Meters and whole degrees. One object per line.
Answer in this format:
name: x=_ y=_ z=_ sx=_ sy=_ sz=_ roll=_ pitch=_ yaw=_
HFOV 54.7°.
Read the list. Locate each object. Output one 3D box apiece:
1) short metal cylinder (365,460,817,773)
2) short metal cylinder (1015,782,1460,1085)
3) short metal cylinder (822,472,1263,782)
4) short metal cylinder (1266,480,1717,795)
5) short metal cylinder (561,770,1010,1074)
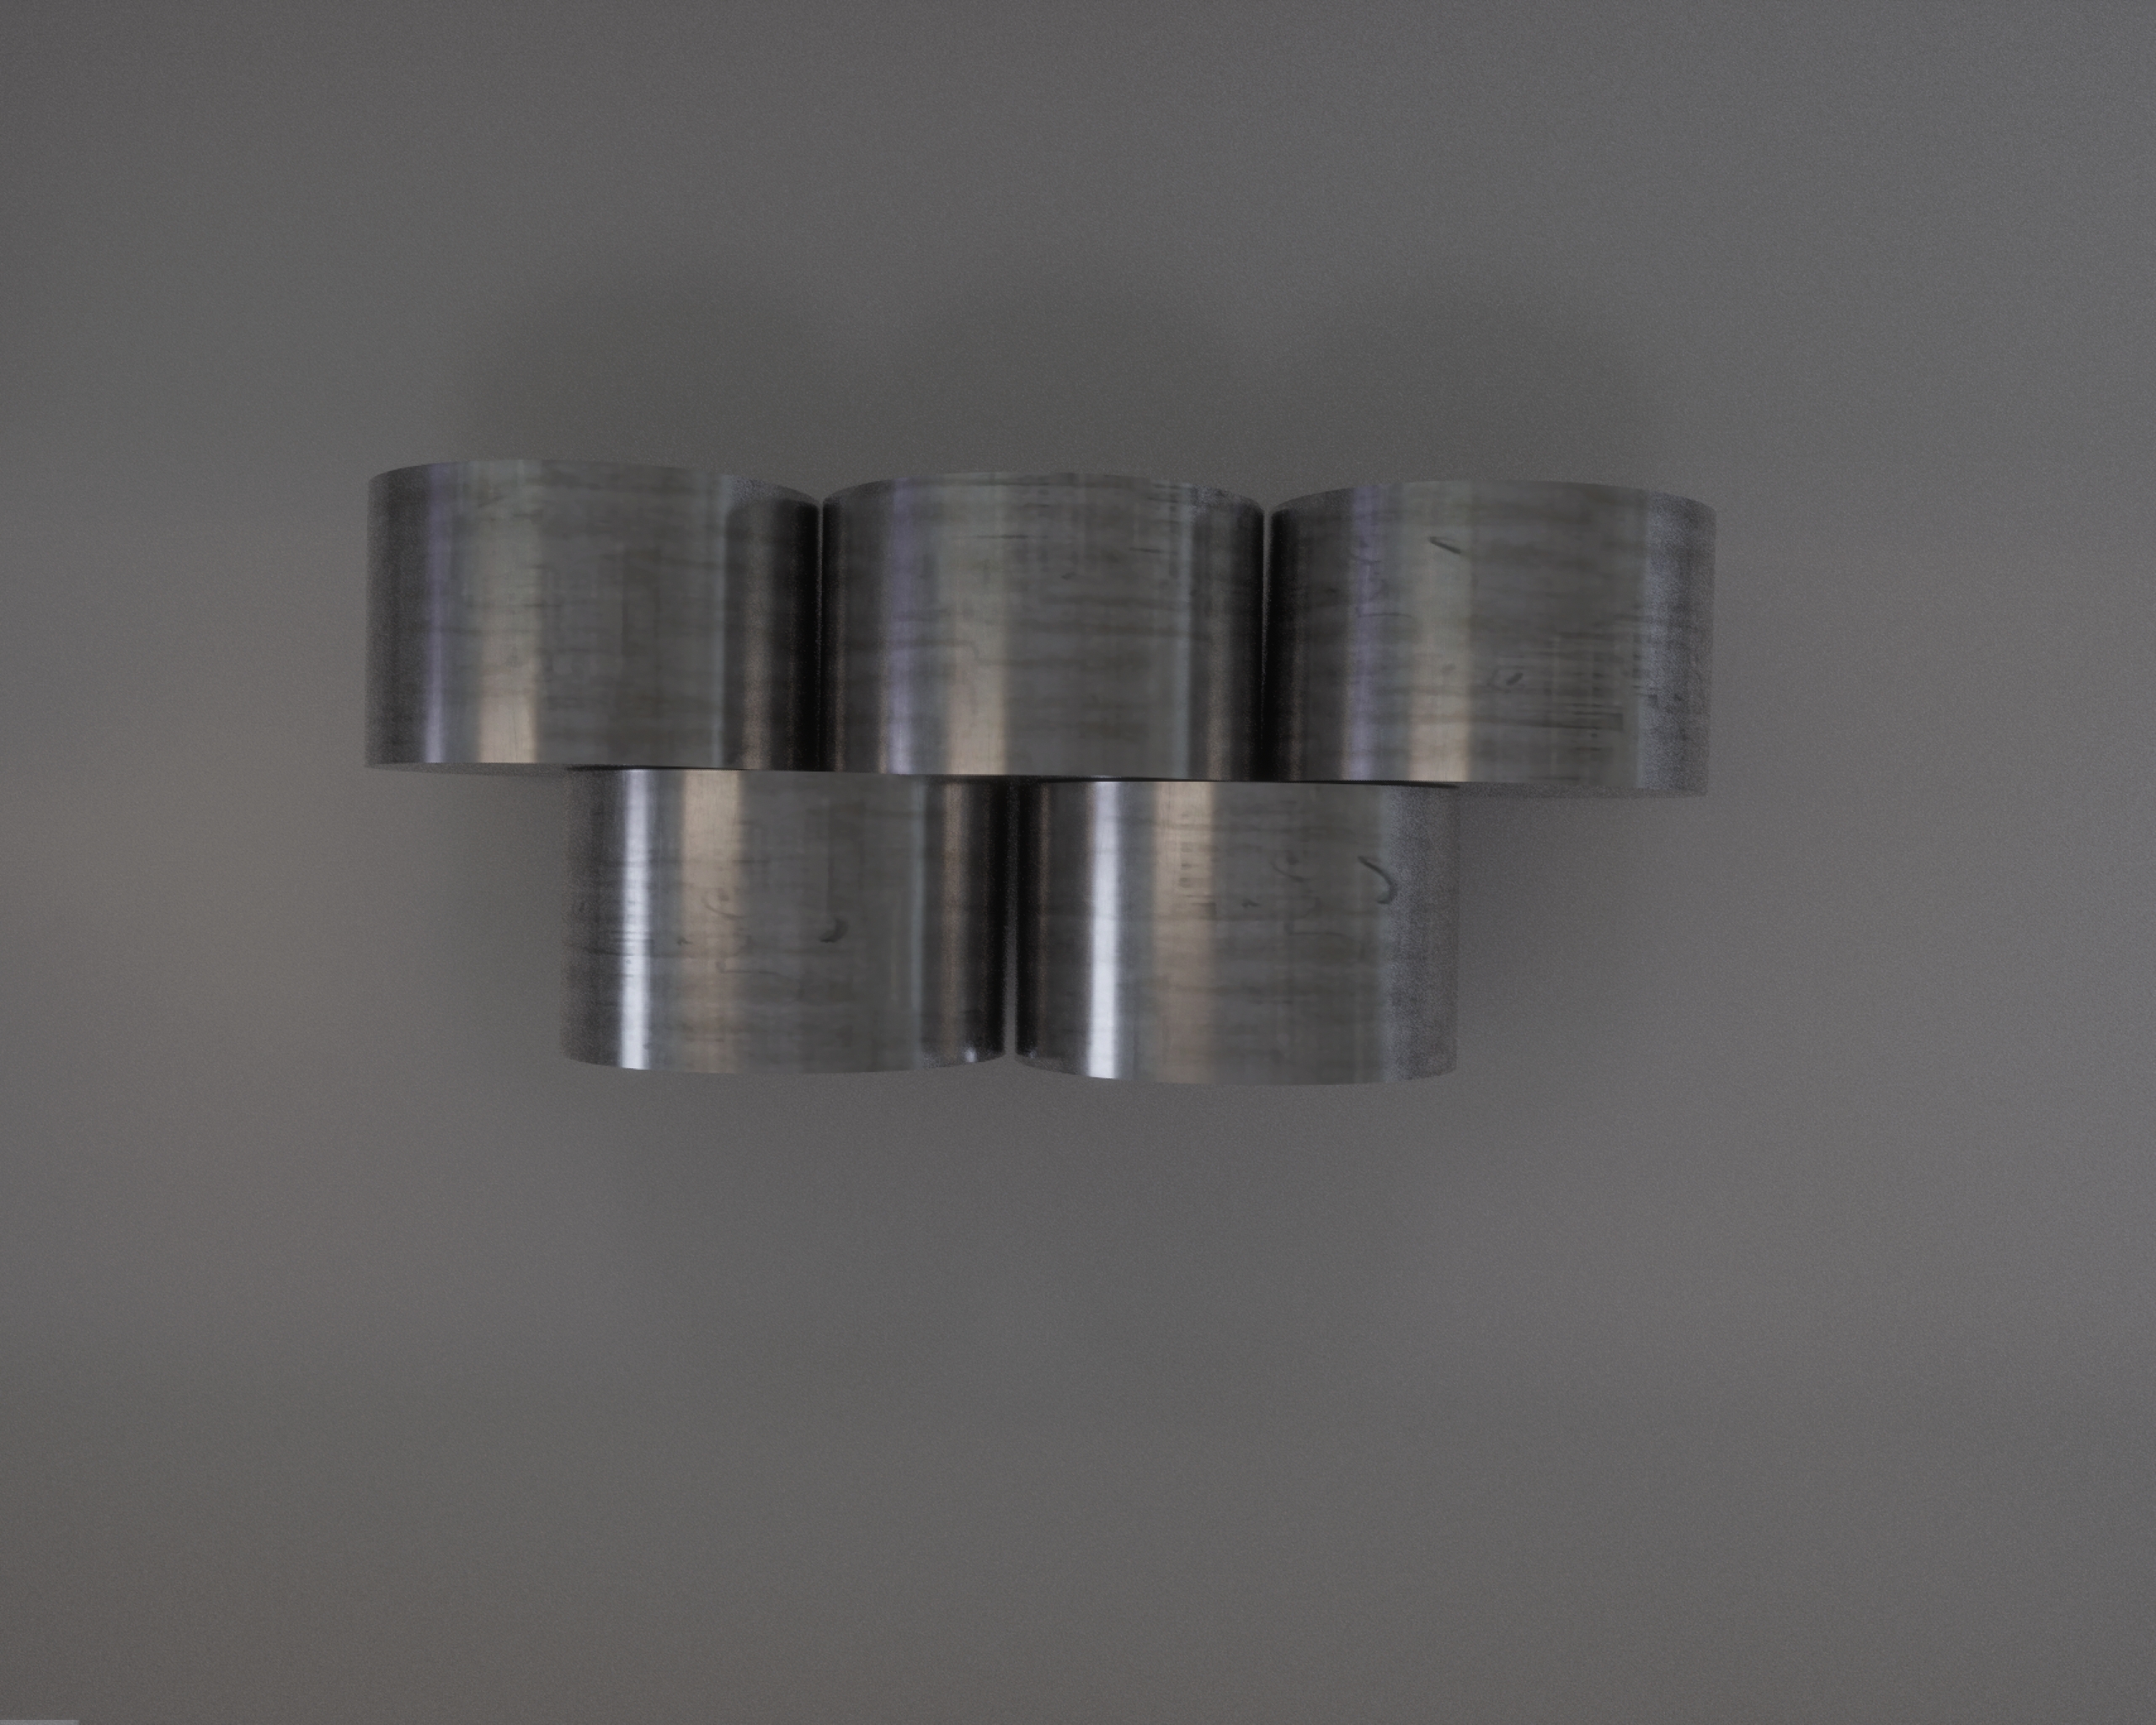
short metal cylinder: x=-0.088 y=-0.041 z=0.381 sx=0.081 sy=0.080 sz=0.050 roll=1 pitch=90 yaw=0
short metal cylinder: x=0.029 y=0.011 z=0.382 sx=0.081 sy=0.080 sz=0.050 roll=1 pitch=90 yaw=0
short metal cylinder: x=-0.007 y=-0.039 z=0.382 sx=0.081 sy=0.080 sz=0.050 roll=1 pitch=90 yaw=0
short metal cylinder: x=0.074 y=-0.038 z=0.383 sx=0.081 sy=0.080 sz=0.050 roll=2 pitch=90 yaw=0
short metal cylinder: x=-0.053 y=0.009 z=0.382 sx=0.081 sy=0.080 sz=0.050 roll=1 pitch=90 yaw=0
